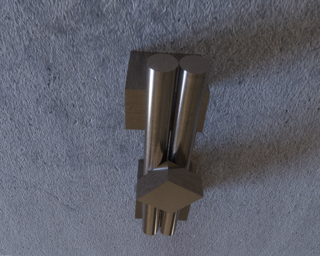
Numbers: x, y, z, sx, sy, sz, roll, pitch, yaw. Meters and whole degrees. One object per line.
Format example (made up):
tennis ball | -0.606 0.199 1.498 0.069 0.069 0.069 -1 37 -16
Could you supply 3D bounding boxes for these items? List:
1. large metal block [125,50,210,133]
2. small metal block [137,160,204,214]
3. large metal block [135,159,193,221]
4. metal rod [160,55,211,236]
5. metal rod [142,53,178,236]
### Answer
large metal block | 0.006 -0.042 0.338 0.081 0.080 0.050 3 130 -3
small metal block | 0.010 0.066 0.336 0.050 0.025 0.050 30 130 -30
large metal block | 0.005 0.096 0.473 0.081 0.050 0.079 4 130 -4
metal rod | 0.020 0.050 0.356 0.025 0.025 0.298 2 137 -2
metal rod | -0.006 0.049 0.354 0.025 0.025 0.298 2 137 -2
